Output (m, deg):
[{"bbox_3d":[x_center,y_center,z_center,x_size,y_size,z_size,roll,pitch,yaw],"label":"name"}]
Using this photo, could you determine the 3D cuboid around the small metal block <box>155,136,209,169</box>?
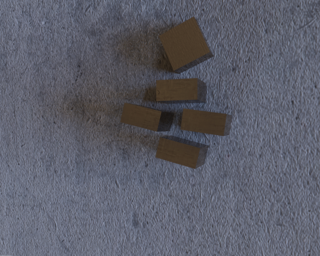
[{"bbox_3d":[0.029,0.029,0.385,0.050,0.050,0.025,15,95,19],"label":"small metal block"}]

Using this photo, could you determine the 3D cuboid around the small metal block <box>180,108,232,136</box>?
[{"bbox_3d":[0.058,-0.007,0.375,0.050,0.050,0.025,9,93,20],"label":"small metal block"}]

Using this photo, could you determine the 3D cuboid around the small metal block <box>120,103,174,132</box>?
[{"bbox_3d":[-0.015,-0.014,0.401,0.050,0.050,0.025,15,95,19],"label":"small metal block"}]

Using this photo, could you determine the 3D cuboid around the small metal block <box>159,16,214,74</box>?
[{"bbox_3d":[0.034,-0.105,0.397,0.050,0.025,0.050,-25,82,18],"label":"small metal block"}]

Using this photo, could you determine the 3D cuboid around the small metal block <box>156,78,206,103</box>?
[{"bbox_3d":[0.028,-0.045,0.386,0.050,0.050,0.025,0,90,20],"label":"small metal block"}]
